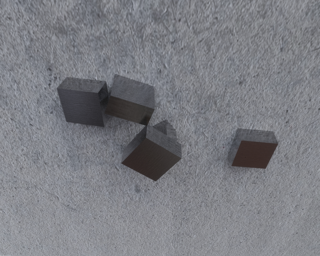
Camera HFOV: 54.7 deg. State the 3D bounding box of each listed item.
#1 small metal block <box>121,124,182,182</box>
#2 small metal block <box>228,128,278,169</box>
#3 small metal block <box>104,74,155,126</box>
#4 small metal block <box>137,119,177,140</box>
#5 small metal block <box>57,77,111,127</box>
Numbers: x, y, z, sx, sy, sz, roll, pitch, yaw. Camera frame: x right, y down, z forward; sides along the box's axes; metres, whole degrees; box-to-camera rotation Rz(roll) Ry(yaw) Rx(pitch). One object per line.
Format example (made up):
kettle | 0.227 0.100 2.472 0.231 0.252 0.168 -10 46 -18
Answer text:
small metal block | -0.010 0.030 0.368 0.050 0.025 0.050 31 122 -21
small metal block | 0.129 0.029 0.433 0.050 0.025 0.050 5 130 -5
small metal block | -0.034 -0.034 0.361 0.050 0.050 0.025 16 125 -14
small metal block | -0.005 0.023 0.410 0.050 0.050 0.025 -27 126 21
small metal block | -0.089 -0.031 0.373 0.050 0.025 0.050 8 131 11
